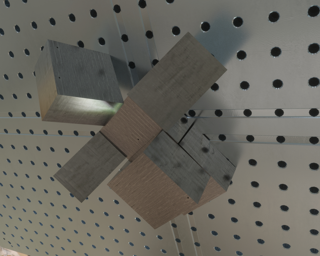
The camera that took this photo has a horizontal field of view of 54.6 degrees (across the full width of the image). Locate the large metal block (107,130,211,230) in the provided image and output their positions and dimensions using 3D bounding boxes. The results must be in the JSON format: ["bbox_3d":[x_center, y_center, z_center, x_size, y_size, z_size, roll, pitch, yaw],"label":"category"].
[{"bbox_3d":[-0.002,0.062,0.369,0.080,0.050,0.080,44,128,-4],"label":"large metal block"}]

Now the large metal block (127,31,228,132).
[{"bbox_3d":[0.015,-0.043,0.322,0.050,0.080,0.080,44,89,-2],"label":"large metal block"}]

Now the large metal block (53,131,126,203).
[{"bbox_3d":[-0.096,0.054,0.440,0.050,0.080,0.080,45,171,-2],"label":"large metal block"}]

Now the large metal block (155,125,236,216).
[{"bbox_3d":[0.038,0.057,0.410,0.080,0.050,0.080,46,128,-2],"label":"large metal block"}]

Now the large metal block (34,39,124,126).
[{"bbox_3d":[-0.099,-0.052,0.377,0.050,0.081,0.080,-44,54,39],"label":"large metal block"}]

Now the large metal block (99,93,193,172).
[{"bbox_3d":[-0.019,-0.001,0.405,0.080,0.050,0.080,44,129,-2],"label":"large metal block"}]
